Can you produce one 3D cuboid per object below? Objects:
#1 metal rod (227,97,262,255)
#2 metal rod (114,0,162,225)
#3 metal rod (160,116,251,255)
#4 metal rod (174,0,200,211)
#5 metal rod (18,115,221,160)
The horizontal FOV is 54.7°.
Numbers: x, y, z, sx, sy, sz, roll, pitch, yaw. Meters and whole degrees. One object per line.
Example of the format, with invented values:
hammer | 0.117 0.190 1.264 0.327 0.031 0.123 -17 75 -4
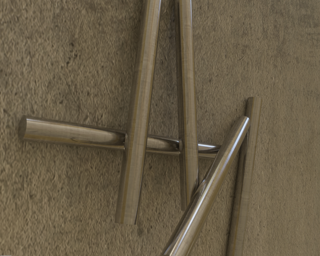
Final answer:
metal rod | 0.142 0.095 0.523 0.025 0.025 0.299 16 80 -39
metal rod | -0.021 -0.044 0.362 0.025 0.025 0.299 17 72 -39
metal rod | 0.075 0.059 0.408 0.301 0.025 0.025 -46 120 -51
metal rod | 0.035 -0.045 0.411 0.025 0.025 0.298 5 80 -40
metal rod | -0.016 0.020 0.390 0.302 0.025 0.025 10 84 -40
